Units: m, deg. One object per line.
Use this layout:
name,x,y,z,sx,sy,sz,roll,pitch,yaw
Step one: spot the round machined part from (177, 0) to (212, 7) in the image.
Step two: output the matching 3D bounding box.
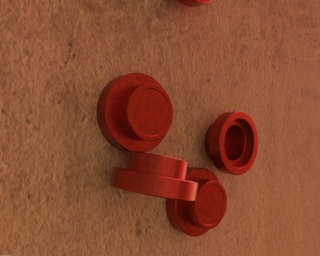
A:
round machined part,0.036,-0.216,0.425,0.099,0.042,0.097,0,90,-40

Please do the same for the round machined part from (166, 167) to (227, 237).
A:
round machined part,0.059,0.107,0.446,0.099,0.042,0.097,0,90,-40

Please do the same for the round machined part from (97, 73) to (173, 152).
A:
round machined part,-0.023,-0.018,0.376,0.099,0.042,0.097,0,90,-40

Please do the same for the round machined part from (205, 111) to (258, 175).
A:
round machined part,0.109,0.023,0.488,0.099,0.042,0.097,0,90,-40

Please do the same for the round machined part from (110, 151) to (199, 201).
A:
round machined part,-0.004,0.053,0.356,0.099,0.098,0.042,17,79,-39
